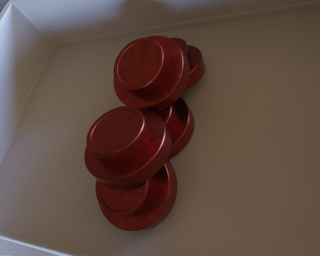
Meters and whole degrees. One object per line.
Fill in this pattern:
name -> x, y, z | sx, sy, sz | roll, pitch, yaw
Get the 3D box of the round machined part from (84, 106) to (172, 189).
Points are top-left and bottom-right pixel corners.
round machined part -> -0.040, 0.014, 0.340 | 0.098, 0.042, 0.098 | -14, 45, 15

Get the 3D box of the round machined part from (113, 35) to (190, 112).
round machined part -> -0.017, -0.070, 0.379 | 0.098, 0.042, 0.098 | -9, 70, 26

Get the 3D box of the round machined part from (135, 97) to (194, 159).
round machined part -> -0.009, -0.008, 0.402 | 0.098, 0.042, 0.098 | -13, 55, 20

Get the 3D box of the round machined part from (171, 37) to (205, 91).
round machined part -> 0.010, -0.089, 0.429 | 0.098, 0.042, 0.098 | -14, 40, 13

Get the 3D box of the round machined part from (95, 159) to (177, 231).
round machined part -> -0.034, 0.066, 0.352 | 0.098, 0.042, 0.098 | -8, 73, 26
